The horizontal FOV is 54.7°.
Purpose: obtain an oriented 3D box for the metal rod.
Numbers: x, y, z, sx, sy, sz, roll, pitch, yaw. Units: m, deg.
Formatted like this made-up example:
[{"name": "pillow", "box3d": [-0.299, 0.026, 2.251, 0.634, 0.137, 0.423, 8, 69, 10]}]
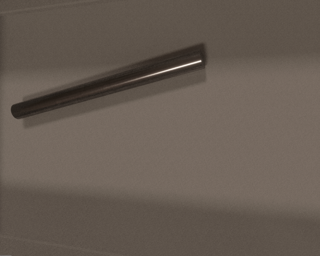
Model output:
[{"name": "metal rod", "box3d": [-0.086, -0.057, 0.439, 0.301, 0.025, 0.025, -12, 86, 19]}]
